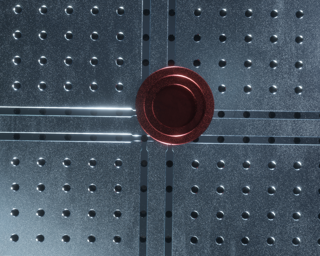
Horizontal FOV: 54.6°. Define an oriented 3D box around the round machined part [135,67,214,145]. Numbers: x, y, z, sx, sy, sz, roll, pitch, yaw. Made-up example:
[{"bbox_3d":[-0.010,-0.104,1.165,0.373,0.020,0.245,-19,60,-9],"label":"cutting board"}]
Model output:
[{"bbox_3d":[0.019,-0.028,0.405,0.099,0.042,0.097,0,90,0],"label":"round machined part"}]
